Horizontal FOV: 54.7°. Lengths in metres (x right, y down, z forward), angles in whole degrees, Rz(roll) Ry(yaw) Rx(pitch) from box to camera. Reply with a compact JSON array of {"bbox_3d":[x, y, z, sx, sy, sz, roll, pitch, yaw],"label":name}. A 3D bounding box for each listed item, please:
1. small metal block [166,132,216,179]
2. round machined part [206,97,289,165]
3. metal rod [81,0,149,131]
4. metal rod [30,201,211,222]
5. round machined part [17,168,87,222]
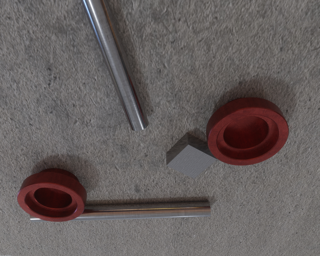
[{"bbox_3d":[0.044,0.040,0.442,0.050,0.025,0.050,28,125,-22],"label":"small metal block"},{"bbox_3d":[0.108,0.000,0.397,0.099,0.042,0.097,0,130,0],"label":"round machined part"},{"bbox_3d":[-0.061,-0.115,0.308,0.025,0.025,0.299,-10,130,8],"label":"metal rod"},{"bbox_3d":[-0.066,0.143,0.527,0.302,0.025,0.025,-2,130,1],"label":"metal rod"},{"bbox_3d":[-0.163,0.100,0.479,0.099,0.042,0.097,0,130,0],"label":"round machined part"}]
